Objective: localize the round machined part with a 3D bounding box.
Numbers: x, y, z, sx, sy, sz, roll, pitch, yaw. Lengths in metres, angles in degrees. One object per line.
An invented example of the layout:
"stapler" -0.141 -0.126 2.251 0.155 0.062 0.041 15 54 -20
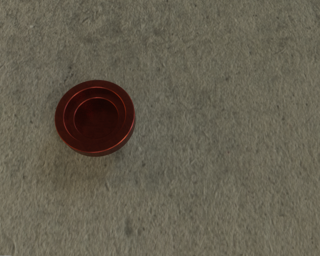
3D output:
"round machined part" -0.081 -0.010 0.402 0.099 0.042 0.098 0 70 -1
